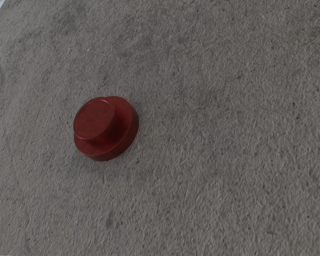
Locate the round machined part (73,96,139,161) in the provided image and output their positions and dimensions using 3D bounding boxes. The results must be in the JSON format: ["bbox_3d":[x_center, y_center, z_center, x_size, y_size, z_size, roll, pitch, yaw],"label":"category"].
[{"bbox_3d":[-0.083,-0.006,0.441,0.098,0.042,0.098,-13,56,21],"label":"round machined part"}]
